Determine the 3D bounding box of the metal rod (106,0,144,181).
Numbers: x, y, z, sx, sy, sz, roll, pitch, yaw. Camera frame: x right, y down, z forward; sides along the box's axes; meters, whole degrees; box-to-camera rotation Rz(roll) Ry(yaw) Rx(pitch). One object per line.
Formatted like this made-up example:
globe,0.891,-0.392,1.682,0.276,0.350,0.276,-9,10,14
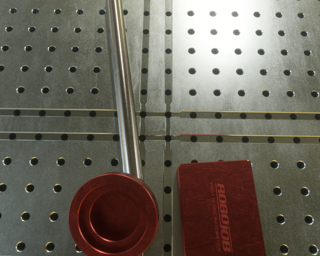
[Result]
metal rod,-0.053,-0.071,0.437,0.025,0.025,0.299,-7,70,-3

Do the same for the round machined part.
round machined part,-0.050,0.099,0.356,0.099,0.042,0.097,0,88,4

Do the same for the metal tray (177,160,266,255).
metal tray,0.070,0.107,0.371,0.091,0.030,0.129,-3,70,-2
